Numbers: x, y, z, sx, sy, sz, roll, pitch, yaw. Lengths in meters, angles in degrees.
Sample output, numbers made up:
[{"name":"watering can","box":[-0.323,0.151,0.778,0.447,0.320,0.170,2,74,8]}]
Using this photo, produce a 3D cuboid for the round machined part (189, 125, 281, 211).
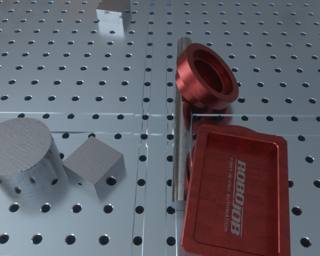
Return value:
[{"name":"round machined part","box":[0.082,0.048,0.352,0.099,0.042,0.098,1,57,-2]}]

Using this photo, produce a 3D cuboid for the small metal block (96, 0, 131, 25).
[{"name":"small metal block","box":[-0.089,-0.227,0.598,0.050,0.025,0.050,11,51,9]}]

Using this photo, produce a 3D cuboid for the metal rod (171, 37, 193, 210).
[{"name":"metal rod","box":[0.033,-0.030,0.433,0.025,0.025,0.300,3,50,2]}]

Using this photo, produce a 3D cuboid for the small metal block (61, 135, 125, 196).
[{"name":"small metal block","box":[-0.078,0.044,0.370,0.050,0.025,0.050,28,55,21]}]

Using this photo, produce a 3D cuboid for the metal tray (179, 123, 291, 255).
[{"name":"metal tray","box":[0.073,0.063,0.298,0.090,0.030,0.130,10,58,5]}]

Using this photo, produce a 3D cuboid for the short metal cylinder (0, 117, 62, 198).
[{"name":"short metal cylinder","box":[-0.161,0.034,0.362,0.080,0.050,0.080,0,50,0]}]

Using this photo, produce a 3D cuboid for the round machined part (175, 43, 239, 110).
[{"name":"round machined part","box":[0.060,-0.067,0.433,0.099,0.042,0.098,25,46,-28]}]
